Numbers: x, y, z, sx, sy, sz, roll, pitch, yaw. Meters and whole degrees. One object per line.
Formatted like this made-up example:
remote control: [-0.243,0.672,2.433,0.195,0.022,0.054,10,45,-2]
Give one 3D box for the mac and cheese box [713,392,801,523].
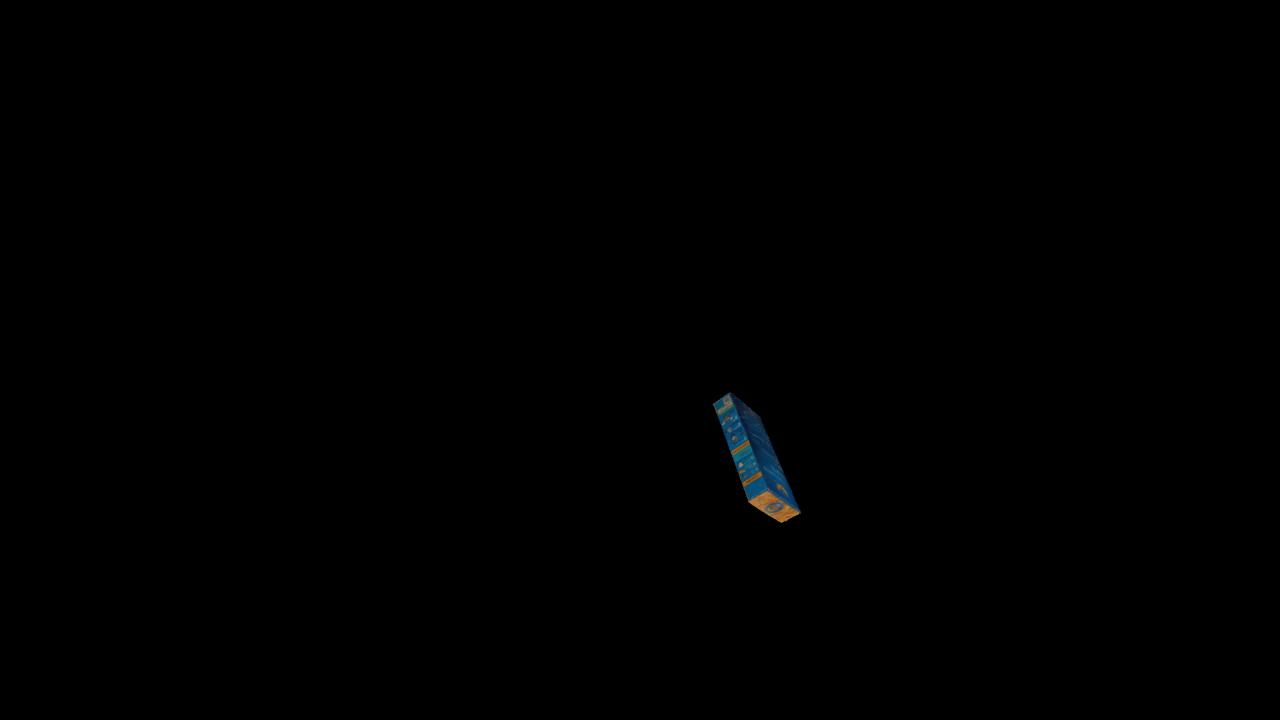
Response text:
mac and cheese box: [0.170,0.141,0.911,0.041,0.184,0.093,-36,-51,20]
